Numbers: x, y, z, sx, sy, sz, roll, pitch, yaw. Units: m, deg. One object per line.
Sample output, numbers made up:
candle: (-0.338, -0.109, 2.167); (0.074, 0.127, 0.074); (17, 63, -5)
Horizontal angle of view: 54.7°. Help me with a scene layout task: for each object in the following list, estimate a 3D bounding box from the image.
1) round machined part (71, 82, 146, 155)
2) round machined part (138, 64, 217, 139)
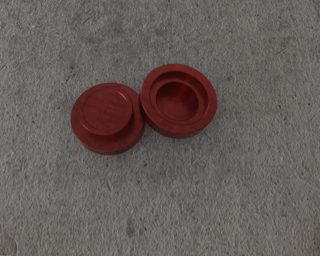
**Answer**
round machined part: (-0.068, -0.017, 0.405); (0.099, 0.042, 0.098); (0, 70, 0)
round machined part: (0.021, -0.031, 0.404); (0.099, 0.042, 0.098); (4, 67, -11)
